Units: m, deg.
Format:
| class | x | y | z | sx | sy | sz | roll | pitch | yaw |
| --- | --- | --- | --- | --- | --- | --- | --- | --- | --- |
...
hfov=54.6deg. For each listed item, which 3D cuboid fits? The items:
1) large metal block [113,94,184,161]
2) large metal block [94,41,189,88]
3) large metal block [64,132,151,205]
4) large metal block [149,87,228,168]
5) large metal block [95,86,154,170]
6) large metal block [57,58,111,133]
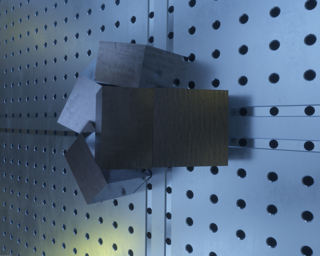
| class | x | y | z | sx | sy | sz | roll | pitch | yaw |
| --- | --- | --- | --- | --- | --- | --- | --- | --- | --- |
| large metal block | -0.016 | -0.002 | 0.407 | 0.080 | 0.050 | 0.080 | 1 | 91 | 40 |
| large metal block | -0.024 | -0.075 | 0.394 | 0.080 | 0.081 | 0.050 | 17 | 101 | 39 |
| large metal block | -0.073 | 0.052 | 0.433 | 0.050 | 0.081 | 0.080 | -47 | 63 | 29 |
| large metal block | 0.027 | 0.000 | 0.341 | 0.050 | 0.081 | 0.080 | 179 | 92 | -77 |
| large metal block | -0.042 | 0.000 | 0.338 | 0.080 | 0.050 | 0.080 | -179 | 91 | -74 |
| large metal block | -0.096 | -0.045 | 0.446 | 0.050 | 0.080 | 0.080 | 29 | 116 | -11 |
